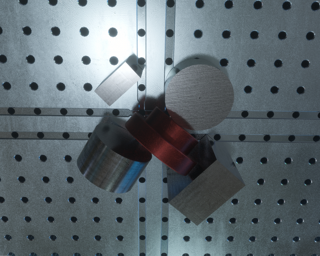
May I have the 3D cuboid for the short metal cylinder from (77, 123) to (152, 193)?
[{"bbox_3d":[-0.058,0.037,0.397,0.080,0.080,0.050,29,107,-11],"label":"short metal cylinder"}]

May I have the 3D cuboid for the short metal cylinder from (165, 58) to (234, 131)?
[{"bbox_3d":[0.046,-0.043,0.384,0.081,0.050,0.079,0,110,-1],"label":"short metal cylinder"}]

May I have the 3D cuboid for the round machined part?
[{"bbox_3d":[0.008,0.011,0.379,0.098,0.098,0.042,39,93,-14],"label":"round machined part"}]

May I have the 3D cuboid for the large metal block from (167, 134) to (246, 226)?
[{"bbox_3d":[0.056,0.066,0.410,0.050,0.080,0.080,42,105,-14],"label":"large metal block"}]

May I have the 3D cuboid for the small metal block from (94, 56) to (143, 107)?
[{"bbox_3d":[-0.049,-0.058,0.378,0.050,0.050,0.025,-40,106,13],"label":"small metal block"}]
